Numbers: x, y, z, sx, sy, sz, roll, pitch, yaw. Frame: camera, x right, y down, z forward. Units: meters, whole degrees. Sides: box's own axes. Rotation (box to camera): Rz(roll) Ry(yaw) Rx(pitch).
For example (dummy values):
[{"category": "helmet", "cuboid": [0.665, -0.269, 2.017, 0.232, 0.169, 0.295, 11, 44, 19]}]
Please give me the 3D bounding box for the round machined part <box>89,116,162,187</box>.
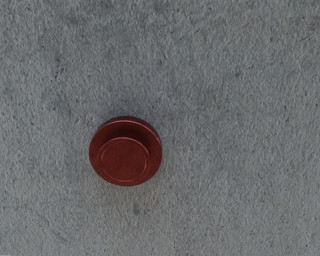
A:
[{"category": "round machined part", "cuboid": [-0.046, 0.036, 0.414, 0.099, 0.042, 0.097, 0, 110, 0]}]
